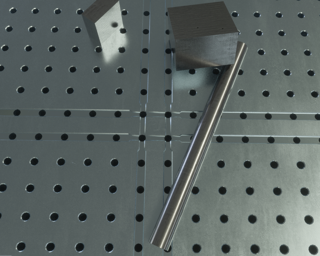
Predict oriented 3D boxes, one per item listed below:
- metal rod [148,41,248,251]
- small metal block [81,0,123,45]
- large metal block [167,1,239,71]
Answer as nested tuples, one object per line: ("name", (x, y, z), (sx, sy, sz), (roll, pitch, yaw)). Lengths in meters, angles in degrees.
("metal rod", (0.057, 0.009, 0.409), (0.025, 0.025, 0.300), (22, 71, 7))
("small metal block", (-0.084, -0.160, 0.456), (0.025, 0.050, 0.050), (37, 74, 12))
("large metal block", (0.056, -0.129, 0.432), (0.081, 0.050, 0.080), (-7, 50, -1))
